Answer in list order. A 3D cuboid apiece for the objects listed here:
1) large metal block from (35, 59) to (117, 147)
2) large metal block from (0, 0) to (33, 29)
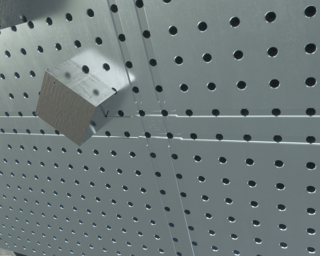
[{"bbox_3d":[-0.119,-0.035,0.434,0.080,0.050,0.079,35,129,4],"label":"large metal block"},{"bbox_3d":[-0.202,-0.168,0.375,0.050,0.080,0.080,40,129,1],"label":"large metal block"}]
